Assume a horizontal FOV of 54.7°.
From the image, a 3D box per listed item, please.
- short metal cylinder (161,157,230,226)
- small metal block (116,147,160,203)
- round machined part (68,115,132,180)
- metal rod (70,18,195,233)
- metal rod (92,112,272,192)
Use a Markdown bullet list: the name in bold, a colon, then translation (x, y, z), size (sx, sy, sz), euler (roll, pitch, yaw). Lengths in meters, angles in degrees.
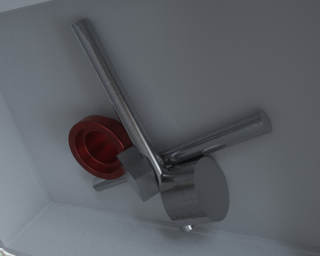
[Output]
- **short metal cylinder**: translation (0.046, 0.082, 0.396), size (0.050, 0.080, 0.080), euler (-21, 107, 36)
- **small metal block**: translation (-0.029, 0.060, 0.405), size (0.050, 0.025, 0.050), euler (44, 157, 41)
- **round machined part**: translation (-0.080, 0.024, 0.451), size (0.098, 0.042, 0.097), euler (13, 124, 20)
- **metal rod**: translation (-0.030, 0.003, 0.400), size (0.025, 0.025, 0.299), euler (-21, 101, 35)
- **metal rod**: translation (0.007, 0.044, 0.429), size (0.299, 0.025, 0.025), euler (-25, 105, 36)
